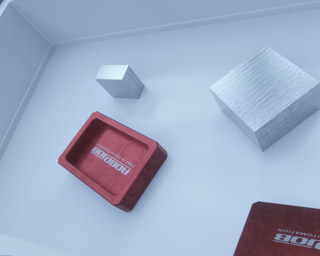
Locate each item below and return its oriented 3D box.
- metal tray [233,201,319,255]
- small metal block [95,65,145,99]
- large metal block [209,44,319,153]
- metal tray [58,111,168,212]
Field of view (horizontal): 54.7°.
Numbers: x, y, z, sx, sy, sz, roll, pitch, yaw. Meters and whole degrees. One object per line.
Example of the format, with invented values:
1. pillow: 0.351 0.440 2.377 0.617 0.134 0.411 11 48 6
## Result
1. metal tray: 0.130 0.101 0.238 0.130 0.030 0.090 1 22 28
2. small metal block: -0.059 -0.068 0.461 0.050 0.050 0.025 6 65 31
3. large metal block: 0.117 -0.034 0.349 0.080 0.050 0.080 -38 51 2
4. metal tray: -0.066 0.039 0.411 0.130 0.030 0.090 25 75 36
